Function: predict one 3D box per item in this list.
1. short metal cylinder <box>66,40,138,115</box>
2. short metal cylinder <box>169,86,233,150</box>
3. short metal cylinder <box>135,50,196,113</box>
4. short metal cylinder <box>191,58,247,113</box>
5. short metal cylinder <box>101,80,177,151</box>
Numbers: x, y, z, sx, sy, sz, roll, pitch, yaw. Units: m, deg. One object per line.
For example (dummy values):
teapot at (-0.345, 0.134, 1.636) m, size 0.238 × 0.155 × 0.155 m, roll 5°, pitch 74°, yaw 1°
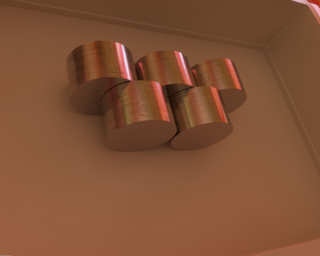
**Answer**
short metal cylinder at (-0.067, -0.057, 0.367) m, size 0.081 × 0.080 × 0.050 m, roll 1°, pitch 62°, yaw -28°
short metal cylinder at (0.048, -0.010, 0.400) m, size 0.081 × 0.080 × 0.050 m, roll 1°, pitch 62°, yaw -28°
short metal cylinder at (0.005, -0.055, 0.404) m, size 0.081 × 0.080 × 0.050 m, roll 1°, pitch 62°, yaw -28°
short metal cylinder at (0.077, -0.054, 0.442) m, size 0.081 × 0.080 × 0.050 m, roll 2°, pitch 61°, yaw -28°
short metal cylinder at (-0.025, -0.012, 0.362) m, size 0.081 × 0.080 × 0.050 m, roll 1°, pitch 62°, yaw -28°
